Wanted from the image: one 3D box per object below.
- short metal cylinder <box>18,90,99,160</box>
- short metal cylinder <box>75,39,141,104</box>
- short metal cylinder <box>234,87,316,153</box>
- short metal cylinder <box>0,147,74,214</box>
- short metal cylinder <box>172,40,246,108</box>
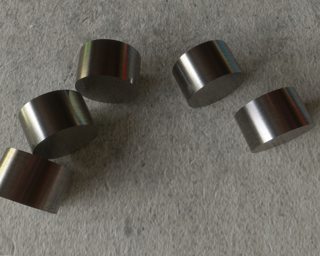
[{"bbox_3d":[-0.123,-0.003,0.378,0.080,0.080,0.050,-26,72,-9],"label":"short metal cylinder"},{"bbox_3d":[-0.066,-0.071,0.404,0.081,0.080,0.050,2,70,0],"label":"short metal cylinder"},{"bbox_3d":[0.141,-0.008,0.384,0.081,0.080,0.050,-19,72,-7],"label":"short metal cylinder"},{"bbox_3d":[-0.147,0.061,0.355,0.080,0.080,0.050,17,71,6],"label":"short metal cylinder"},{"bbox_3d":[0.063,-0.069,0.405,0.080,0.080,0.050,-22,72,-8],"label":"short metal cylinder"}]
